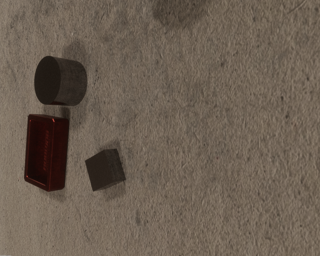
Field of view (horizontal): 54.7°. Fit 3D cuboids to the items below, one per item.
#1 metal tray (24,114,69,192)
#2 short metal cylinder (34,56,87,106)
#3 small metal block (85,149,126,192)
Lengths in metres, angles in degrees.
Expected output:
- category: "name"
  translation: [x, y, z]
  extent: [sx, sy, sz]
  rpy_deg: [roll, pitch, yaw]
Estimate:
- category: "metal tray"
  translation: [-0.211, 0.043, 0.571]
  extent: [0.090, 0.030, 0.129]
  rpy_deg: [9, 96, 39]
- category: "short metal cylinder"
  translation: [-0.169, -0.078, 0.525]
  extent: [0.080, 0.050, 0.079]
  rpy_deg: [0, 90, 39]
- category: "small metal block"
  translation: [-0.084, 0.064, 0.472]
  extent: [0.050, 0.025, 0.050]
  rpy_deg: [-29, 72, 36]
